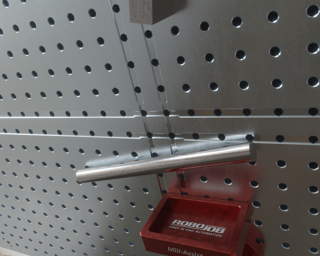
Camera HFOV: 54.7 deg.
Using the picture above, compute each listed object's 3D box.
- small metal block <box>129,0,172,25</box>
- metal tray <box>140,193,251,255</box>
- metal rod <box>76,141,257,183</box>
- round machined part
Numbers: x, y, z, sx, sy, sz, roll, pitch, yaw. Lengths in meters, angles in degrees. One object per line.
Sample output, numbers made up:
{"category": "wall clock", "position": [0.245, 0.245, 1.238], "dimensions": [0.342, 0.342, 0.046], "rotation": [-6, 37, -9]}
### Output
{"category": "small metal block", "position": [-0.008, -0.137, 0.315], "dimensions": [0.025, 0.050, 0.050], "rotation": [13, 124, 21]}
{"category": "metal tray", "position": [0.050, 0.136, 0.426], "dimensions": [0.130, 0.090, 0.030], "rotation": [1, 119, 28]}
{"category": "metal rod", "position": [-0.012, 0.055, 0.451], "dimensions": [0.300, 0.025, 0.025], "rotation": [-13, 112, 33]}
{"category": "round machined part", "position": [0.103, 0.195, 0.467], "dimensions": [0.098, 0.042, 0.097], "rotation": [13, 124, 21]}
